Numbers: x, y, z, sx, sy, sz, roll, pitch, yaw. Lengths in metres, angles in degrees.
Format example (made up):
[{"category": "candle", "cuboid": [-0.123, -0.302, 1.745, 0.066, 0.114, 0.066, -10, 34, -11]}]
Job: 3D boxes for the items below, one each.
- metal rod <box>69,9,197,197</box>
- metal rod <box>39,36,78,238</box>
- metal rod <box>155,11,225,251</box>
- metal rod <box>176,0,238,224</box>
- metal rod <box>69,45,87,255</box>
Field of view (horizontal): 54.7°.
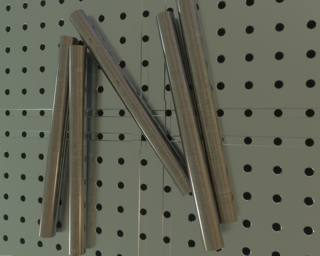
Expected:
[{"category": "metal rod", "cuboid": [-0.041, -0.041, 0.425, 0.025, 0.025, 0.299, -36, 79, 16]}, {"category": "metal rod", "cuboid": [-0.153, 0.014, 0.464, 0.025, 0.025, 0.298, 8, 93, 19]}, {"category": "metal rod", "cuboid": [0.035, -0.003, 0.388, 0.025, 0.025, 0.298, -14, 81, 19]}, {"category": "metal rod", "cuboid": [0.057, -0.032, 0.391, 0.025, 0.025, 0.298, -11, 86, 19]}, {"category": "metal rod", "cuboid": [-0.119, 0.033, 0.448, 0.025, 0.025, 0.298, 2, 92, 19]}]
